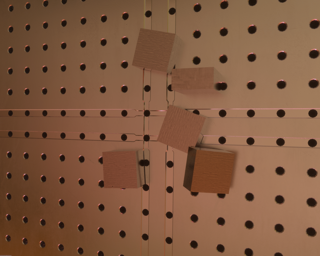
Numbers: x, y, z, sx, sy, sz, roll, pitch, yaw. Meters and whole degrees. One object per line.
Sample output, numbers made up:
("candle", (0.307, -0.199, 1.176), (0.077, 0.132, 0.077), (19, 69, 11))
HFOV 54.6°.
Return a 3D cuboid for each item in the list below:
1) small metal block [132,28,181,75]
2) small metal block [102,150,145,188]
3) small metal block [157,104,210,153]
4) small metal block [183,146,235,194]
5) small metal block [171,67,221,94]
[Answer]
("small metal block", (-0.004, -0.102, 0.415), (0.050, 0.025, 0.050), (15, 95, 19))
("small metal block", (-0.050, 0.057, 0.431), (0.050, 0.025, 0.050), (-3, 89, 20))
("small metal block", (0.030, 0.002, 0.402), (0.050, 0.025, 0.050), (22, 97, 18))
("small metal block", (0.059, 0.051, 0.379), (0.050, 0.025, 0.050), (7, 93, -17))
("small metal block", (0.046, -0.057, 0.383), (0.050, 0.050, 0.025), (1, 91, 20))
